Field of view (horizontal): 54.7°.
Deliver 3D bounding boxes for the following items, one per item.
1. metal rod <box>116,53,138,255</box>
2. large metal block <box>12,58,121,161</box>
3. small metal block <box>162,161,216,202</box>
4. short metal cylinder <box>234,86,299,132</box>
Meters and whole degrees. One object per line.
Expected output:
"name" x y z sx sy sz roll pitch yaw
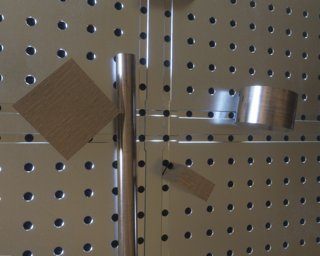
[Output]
"metal rod" -0.042 0.056 0.397 0.025 0.025 0.298 -1 90 -20
"large metal block" -0.107 -0.021 0.360 0.080 0.050 0.080 -45 104 -15
"small metal block" 0.037 0.071 0.414 0.050 0.050 0.025 34 79 -17
"short metal cylinder" 0.150 -0.026 0.441 0.081 0.080 0.050 11 87 -20
